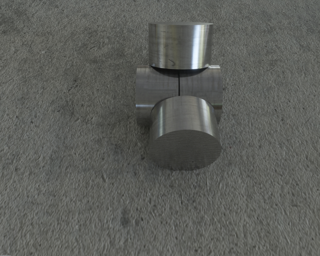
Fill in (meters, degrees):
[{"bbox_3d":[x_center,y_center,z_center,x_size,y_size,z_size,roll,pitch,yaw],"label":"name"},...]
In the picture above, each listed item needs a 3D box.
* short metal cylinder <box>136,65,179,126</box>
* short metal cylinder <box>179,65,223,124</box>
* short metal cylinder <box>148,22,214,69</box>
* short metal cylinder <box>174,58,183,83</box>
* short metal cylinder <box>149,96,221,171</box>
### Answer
[{"bbox_3d":[-0.003,-0.042,0.405,0.050,0.080,0.080,1,50,0],"label":"short metal cylinder"},{"bbox_3d":[0.049,-0.042,0.404,0.050,0.080,0.080,0,50,0],"label":"short metal cylinder"},{"bbox_3d":[0.026,-0.107,0.393,0.081,0.050,0.080,1,22,0],"label":"short metal cylinder"},{"bbox_3d":[0.031,-0.093,0.468,0.081,0.050,0.080,0,50,0],"label":"short metal cylinder"},{"bbox_3d":[0.028,0.008,0.363,0.081,0.080,0.050,0,50,0],"label":"short metal cylinder"}]
